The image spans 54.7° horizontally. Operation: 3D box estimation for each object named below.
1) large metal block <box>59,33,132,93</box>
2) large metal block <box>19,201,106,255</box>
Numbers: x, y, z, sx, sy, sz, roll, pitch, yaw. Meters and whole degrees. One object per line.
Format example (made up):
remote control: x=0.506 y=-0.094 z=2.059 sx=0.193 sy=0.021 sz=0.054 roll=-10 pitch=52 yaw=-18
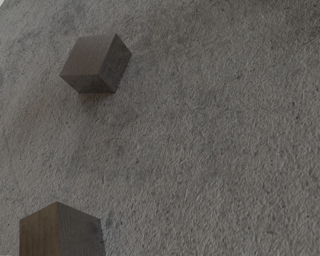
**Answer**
large metal block: x=-0.104 y=-0.104 z=0.507 sx=0.080 sy=0.050 sz=0.080 roll=4 pitch=64 yaw=30
large metal block: x=-0.103 y=0.137 z=0.339 sx=0.050 sy=0.080 sz=0.080 roll=-28 pitch=52 yaw=11
